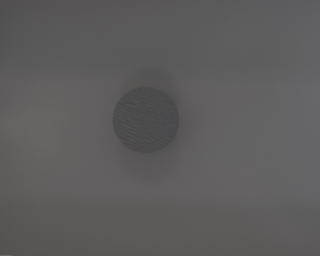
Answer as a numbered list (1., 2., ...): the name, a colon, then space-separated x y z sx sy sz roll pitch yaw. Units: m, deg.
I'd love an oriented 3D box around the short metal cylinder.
1. short metal cylinder: -0.017 -0.010 0.399 0.080 0.050 0.080 0 90 0
